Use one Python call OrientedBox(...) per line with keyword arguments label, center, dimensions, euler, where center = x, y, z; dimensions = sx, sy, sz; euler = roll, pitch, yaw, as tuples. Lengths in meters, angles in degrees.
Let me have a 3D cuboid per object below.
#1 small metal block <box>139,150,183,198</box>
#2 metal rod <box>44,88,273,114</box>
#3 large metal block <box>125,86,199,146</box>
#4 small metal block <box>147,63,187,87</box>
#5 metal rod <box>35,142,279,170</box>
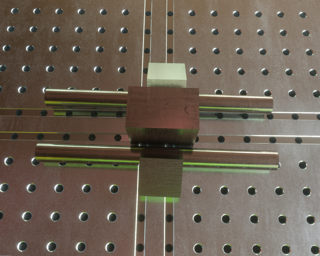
OrientedBox(label="small metal block", center=(0.001, 0.055, 0.375), dimensions=(0.050, 0.025, 0.050), euler=(3, 108, 0))
OrientedBox(label="metal rod", center=(-0.002, -0.036, 0.420), dimensions=(0.302, 0.025, 0.025), euler=(2, 70, 0))
OrientedBox(label="large metal block", center=(0.003, -0.010, 0.381), dimensions=(0.081, 0.080, 0.050), euler=(2, 70, 0))
OrientedBox(label="small metal block", center=(0.009, -0.066, 0.420), dimensions=(0.050, 0.025, 0.050), euler=(1, 36, 0))
OrientedBox(label="metal rod", center=(-0.004, 0.036, 0.395), dimensions=(0.302, 0.025, 0.025), euler=(2, 70, 0))
